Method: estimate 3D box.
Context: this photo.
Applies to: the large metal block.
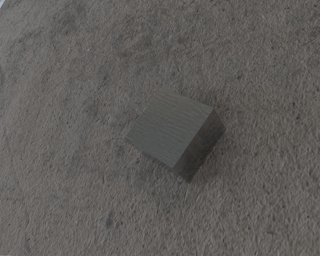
[{"bbox_3d":[0.018,0.007,0.375,0.080,0.050,0.080,27,77,37],"label":"large metal block"}]
